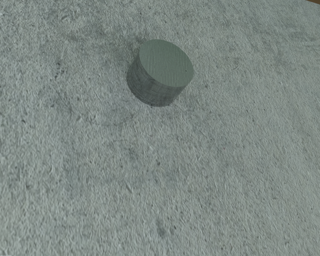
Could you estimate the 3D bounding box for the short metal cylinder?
[{"bbox_3d":[0.000,-0.076,0.433,0.081,0.050,0.080,13,56,-21],"label":"short metal cylinder"}]
